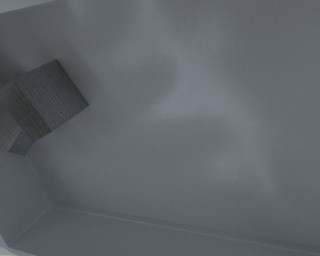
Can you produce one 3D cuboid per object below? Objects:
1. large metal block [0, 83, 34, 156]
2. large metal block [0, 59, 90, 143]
[{"bbox_3d":[-0.230,-0.014,0.478,0.080,0.080,0.050,29,172,10],"label":"large metal block"},{"bbox_3d":[-0.161,-0.039,0.434,0.050,0.080,0.080,-23,106,36],"label":"large metal block"}]
